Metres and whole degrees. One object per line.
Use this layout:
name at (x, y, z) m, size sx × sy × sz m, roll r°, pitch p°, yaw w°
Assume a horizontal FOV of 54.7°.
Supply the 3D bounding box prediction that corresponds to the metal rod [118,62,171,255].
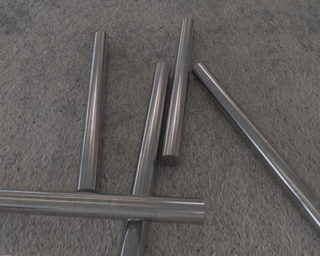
metal rod at (-0.013, 0.022, 0.384) m, size 0.025 × 0.025 × 0.300 m, roll 5°, pitch 50°, yaw 4°

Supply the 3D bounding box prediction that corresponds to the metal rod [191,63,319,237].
metal rod at (0.121, 0.014, 0.391) m, size 0.025 × 0.025 × 0.300 m, roll -19°, pitch 53°, yaw -15°

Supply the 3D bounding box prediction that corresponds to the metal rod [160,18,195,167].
metal rod at (0.031, -0.075, 0.465) m, size 0.025 × 0.025 × 0.300 m, roll 6°, pitch 50°, yaw 5°

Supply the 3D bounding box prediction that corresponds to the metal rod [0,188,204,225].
metal rod at (-0.107, 0.077, 0.316) m, size 0.301 × 0.025 × 0.025 m, roll 1°, pitch 50°, yaw 9°

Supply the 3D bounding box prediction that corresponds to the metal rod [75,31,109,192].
metal rod at (-0.091, -0.042, 0.437) m, size 0.025 × 0.025 × 0.300 m, roll -3°, pitch 50°, yaw -3°
